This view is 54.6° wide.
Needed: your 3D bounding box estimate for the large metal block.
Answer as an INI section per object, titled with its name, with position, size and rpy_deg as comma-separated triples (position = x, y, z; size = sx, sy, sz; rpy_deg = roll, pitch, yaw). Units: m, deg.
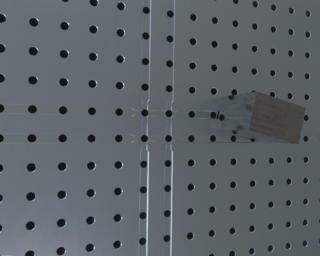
[large metal block]
position = 0.138, -0.012, 0.434
size = 0.081, 0.080, 0.050
rpy_deg = 14, 85, -20
